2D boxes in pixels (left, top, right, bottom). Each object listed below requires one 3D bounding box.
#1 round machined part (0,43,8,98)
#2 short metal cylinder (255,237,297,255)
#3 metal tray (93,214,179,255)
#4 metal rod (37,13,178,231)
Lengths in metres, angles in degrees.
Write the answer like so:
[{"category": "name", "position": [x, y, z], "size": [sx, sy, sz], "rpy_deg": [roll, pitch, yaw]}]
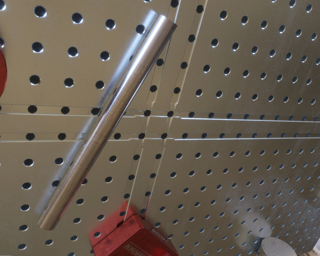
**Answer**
[{"category": "round machined part", "position": [-0.186, -0.056, 0.264], "size": [0.099, 0.042, 0.097], "rpy_deg": [-14, 124, -21]}, {"category": "short metal cylinder", "position": [0.260, 0.296, 0.700], "size": [0.081, 0.080, 0.050], "rpy_deg": [0, 119, -28]}, {"category": "metal tray", "position": [-0.036, 0.208, 0.516], "size": [0.090, 0.030, 0.130], "rpy_deg": [-39, 129, -2]}, {"category": "metal rod", "position": [-0.070, 0.003, 0.374], "size": [0.025, 0.025, 0.299], "rpy_deg": [23, 106, -37]}]
